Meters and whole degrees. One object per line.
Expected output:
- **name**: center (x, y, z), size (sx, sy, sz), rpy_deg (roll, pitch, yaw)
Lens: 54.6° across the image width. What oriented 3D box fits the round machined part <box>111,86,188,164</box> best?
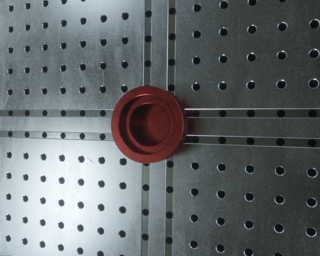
- **round machined part**: center (-0.011, -0.004, 0.407), size (0.098, 0.042, 0.097), rpy_deg (0, 90, 20)
